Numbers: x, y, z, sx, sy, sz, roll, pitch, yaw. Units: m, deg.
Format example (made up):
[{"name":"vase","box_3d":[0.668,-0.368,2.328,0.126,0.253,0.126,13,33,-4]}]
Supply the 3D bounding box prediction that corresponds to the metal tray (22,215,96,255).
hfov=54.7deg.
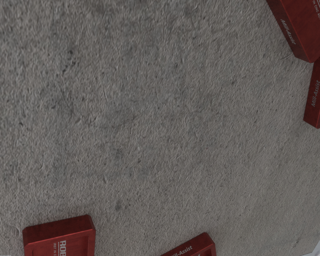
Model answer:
[{"name":"metal tray","box_3d":[-0.143,0.190,0.442,0.091,0.030,0.129,-5,121,-26]}]

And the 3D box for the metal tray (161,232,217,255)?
[{"name":"metal tray","box_3d":[0.045,0.264,0.591,0.131,0.030,0.089,-23,127,-15]}]

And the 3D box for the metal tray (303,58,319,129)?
[{"name":"metal tray","box_3d":[0.296,-0.070,0.522,0.091,0.030,0.129,-19,126,-17]}]

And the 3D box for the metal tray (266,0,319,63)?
[{"name":"metal tray","box_3d":[0.205,-0.162,0.415,0.090,0.030,0.130,-47,129,4]}]
